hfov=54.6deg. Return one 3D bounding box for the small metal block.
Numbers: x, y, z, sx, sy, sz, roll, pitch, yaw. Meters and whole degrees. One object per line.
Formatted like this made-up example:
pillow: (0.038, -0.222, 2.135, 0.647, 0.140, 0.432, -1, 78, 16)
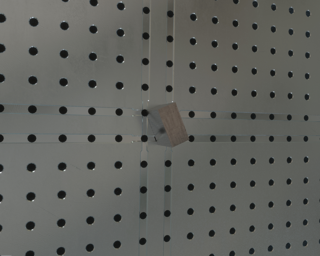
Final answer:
small metal block: (0.008, -0.004, 0.402, 0.025, 0.050, 0.050, -24, 99, -18)
